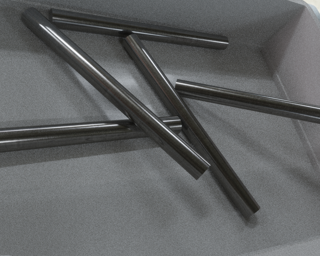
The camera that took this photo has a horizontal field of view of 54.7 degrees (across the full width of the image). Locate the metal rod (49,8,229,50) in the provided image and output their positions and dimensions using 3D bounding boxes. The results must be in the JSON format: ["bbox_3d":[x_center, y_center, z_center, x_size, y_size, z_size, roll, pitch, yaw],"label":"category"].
[{"bbox_3d":[-0.015,-0.152,0.491,0.303,0.025,0.025,-1,63,-29],"label":"metal rod"}]

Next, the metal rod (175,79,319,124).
[{"bbox_3d":[0.170,-0.030,0.442,0.302,0.025,0.025,12,53,7],"label":"metal rod"}]

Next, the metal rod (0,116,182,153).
[{"bbox_3d":[-0.107,0.008,0.344,0.303,0.025,0.025,-5,65,-31],"label":"metal rod"}]

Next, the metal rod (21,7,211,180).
[{"bbox_3d":[-0.060,-0.048,0.379,0.300,0.025,0.025,42,50,10],"label":"metal rod"}]

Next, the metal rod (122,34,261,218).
[{"bbox_3d":[0.038,-0.011,0.433,0.025,0.025,0.299,-26,76,-37],"label":"metal rod"}]
